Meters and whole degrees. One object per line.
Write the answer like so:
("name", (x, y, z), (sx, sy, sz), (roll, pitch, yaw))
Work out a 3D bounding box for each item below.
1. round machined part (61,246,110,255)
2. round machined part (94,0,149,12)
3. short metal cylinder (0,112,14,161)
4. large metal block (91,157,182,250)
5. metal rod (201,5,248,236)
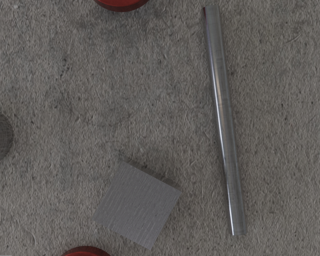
("round machined part", (-0.101, 0.209, 0.401), (0.099, 0.042, 0.097), (0, 90, 0))
("round machined part", (-0.050, -0.198, 0.401), (0.099, 0.042, 0.097), (0, 90, 0))
("short metal cylinder", (-0.239, 0.011, 0.395), (0.081, 0.050, 0.079), (0, 90, 0))
("large metal block", (-0.028, 0.093, 0.397), (0.080, 0.050, 0.080), (28, 90, 0))
("metal rod", (0.085, -0.010, 0.410), (0.025, 0.025, 0.298), (-7, 90, 0))
